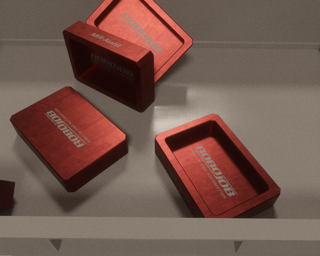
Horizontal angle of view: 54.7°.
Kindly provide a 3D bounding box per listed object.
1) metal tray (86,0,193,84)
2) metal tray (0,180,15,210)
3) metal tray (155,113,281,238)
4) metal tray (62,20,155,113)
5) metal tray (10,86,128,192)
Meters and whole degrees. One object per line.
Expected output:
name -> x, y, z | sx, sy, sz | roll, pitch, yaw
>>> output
metal tray -> -0.029, -0.136, 0.448 | 0.130, 0.030, 0.090 | 44, 95, -5
metal tray -> -0.208, 0.059, 0.284 | 0.091, 0.130, 0.030 | 1, 76, 1
metal tray -> 0.061, 0.048, 0.362 | 0.091, 0.030, 0.130 | -21, 53, -17
metal tray -> -0.070, -0.085, 0.433 | 0.130, 0.089, 0.030 | 27, 55, 21
metal tray -> -0.115, 0.008, 0.394 | 0.091, 0.030, 0.130 | -36, 59, -27
